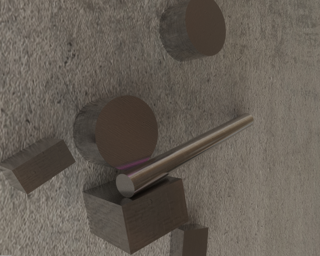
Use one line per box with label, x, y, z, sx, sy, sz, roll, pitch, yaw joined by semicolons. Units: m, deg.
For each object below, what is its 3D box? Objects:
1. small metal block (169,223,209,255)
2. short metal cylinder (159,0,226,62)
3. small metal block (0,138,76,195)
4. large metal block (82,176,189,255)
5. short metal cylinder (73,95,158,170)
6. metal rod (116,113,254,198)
small metal block;0.041;0.167;0.442;0.050;0.025;0.050;8;85;-40
short metal cylinder;0.046;-0.136;0.429;0.081;0.050;0.079;0;90;-40
small metal block;-0.117;0.033;0.292;0.050;0.050;0.025;-37;113;-34
large metal block;-0.028;0.088;0.348;0.081;0.080;0.050;-16;101;-39
short metal cylinder;-0.049;0.005;0.349;0.081;0.050;0.079;0;90;-40
metal rod;0.058;0.022;0.420;0.302;0.025;0.025;-21;104;-49
